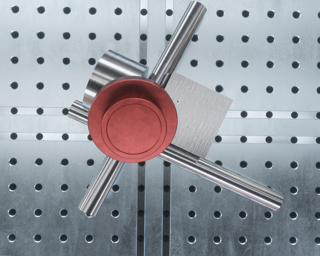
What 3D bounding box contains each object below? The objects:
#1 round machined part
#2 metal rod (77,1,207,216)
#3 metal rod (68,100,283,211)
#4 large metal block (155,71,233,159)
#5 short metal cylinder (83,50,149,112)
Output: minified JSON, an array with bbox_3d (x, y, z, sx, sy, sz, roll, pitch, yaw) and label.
[{"bbox_3d":[-0.029,-0.005,0.339,0.099,0.042,0.097,-3,110,-7],"label":"round machined part"},{"bbox_3d":[-0.019,-0.030,0.394,0.025,0.025,0.299,28,82,-1],"label":"metal rod"},{"bbox_3d":[0.021,0.037,0.413,0.301,0.025,0.025,25,90,-1],"label":"metal rod"},{"bbox_3d":[0.035,-0.016,0.398,0.080,0.050,0.080,26,90,-1],"label":"large metal block"},{"bbox_3d":[-0.054,-0.049,0.384,0.050,0.080,0.080,25,90,-1],"label":"short metal cylinder"}]
